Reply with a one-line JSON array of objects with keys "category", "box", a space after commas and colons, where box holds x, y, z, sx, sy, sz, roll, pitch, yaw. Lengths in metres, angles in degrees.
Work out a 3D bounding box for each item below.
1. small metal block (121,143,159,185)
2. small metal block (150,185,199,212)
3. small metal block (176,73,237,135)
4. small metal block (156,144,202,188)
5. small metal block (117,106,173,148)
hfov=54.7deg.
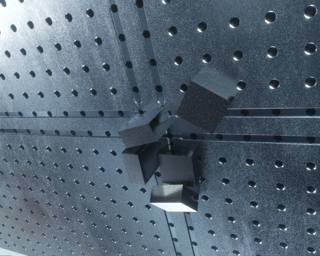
[{"category": "small metal block", "box": [-0.025, 0.044, 0.434, 0.025, 0.050, 0.050, 3, 120, 26]}, {"category": "small metal block", "box": [0.021, 0.102, 0.446, 0.050, 0.025, 0.050, -9, 149, 32]}, {"category": "small metal block", "box": [0.053, -0.028, 0.365, 0.050, 0.025, 0.050, 30, 128, 8]}, {"category": "small metal block", "box": [0.027, 0.052, 0.428, 0.050, 0.025, 0.050, 3, 120, 26]}, {"category": "small metal block", "box": [-0.018, -0.001, 0.402, 0.050, 0.050, 0.025, -14, 111, 33]}]
